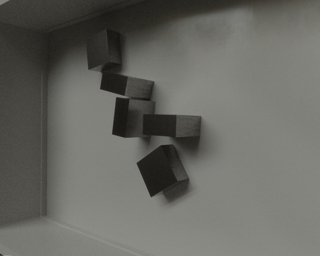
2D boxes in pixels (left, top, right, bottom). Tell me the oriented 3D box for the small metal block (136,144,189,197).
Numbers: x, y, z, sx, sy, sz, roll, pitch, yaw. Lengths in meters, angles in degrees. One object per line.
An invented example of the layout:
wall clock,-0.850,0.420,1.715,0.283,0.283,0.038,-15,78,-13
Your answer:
small metal block,0.003,0.056,0.405,0.050,0.025,0.050,-38,67,33

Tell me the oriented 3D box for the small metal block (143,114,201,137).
small metal block,0.015,-0.003,0.378,0.050,0.050,0.025,3,92,40

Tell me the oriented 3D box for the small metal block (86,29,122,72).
small metal block,-0.087,-0.118,0.479,0.050,0.025,0.050,-9,84,39

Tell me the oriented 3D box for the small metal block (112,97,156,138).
small metal block,-0.035,-0.014,0.420,0.025,0.050,0.050,12,98,39

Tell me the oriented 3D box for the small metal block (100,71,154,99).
small metal block,-0.045,-0.059,0.428,0.050,0.050,0.025,19,102,38
